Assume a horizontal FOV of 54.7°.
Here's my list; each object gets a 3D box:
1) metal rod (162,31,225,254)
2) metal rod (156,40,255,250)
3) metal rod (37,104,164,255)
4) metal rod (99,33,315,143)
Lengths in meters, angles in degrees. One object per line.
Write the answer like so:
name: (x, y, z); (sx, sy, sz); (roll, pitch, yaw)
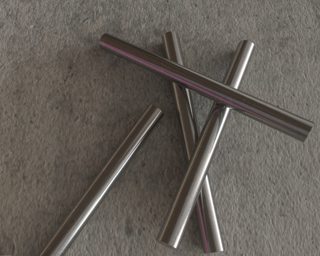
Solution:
metal rod: (0.039, 0.004, 0.407); (0.025, 0.025, 0.299); (-9, 70, -4)
metal rod: (0.067, 0.001, 0.387); (0.025, 0.025, 0.300); (23, 63, 8)
metal rod: (-0.088, 0.094, 0.372); (0.025, 0.025, 0.300); (32, 73, 10)
metal rod: (0.042, -0.061, 0.398); (0.300, 0.025, 0.025); (28, 72, 22)
